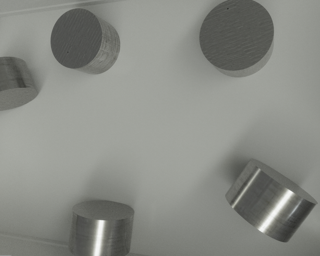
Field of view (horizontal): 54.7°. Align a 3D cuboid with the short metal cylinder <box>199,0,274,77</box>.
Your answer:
[{"bbox_3d":[0.092,-0.103,0.365,0.080,0.050,0.080,0,90,20],"label":"short metal cylinder"}]

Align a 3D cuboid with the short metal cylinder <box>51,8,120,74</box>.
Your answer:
[{"bbox_3d":[-0.103,-0.119,0.434,0.080,0.050,0.080,0,90,20],"label":"short metal cylinder"}]

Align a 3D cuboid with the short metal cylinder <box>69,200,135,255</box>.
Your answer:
[{"bbox_3d":[-0.077,0.132,0.408,0.080,0.080,0.050,7,93,20],"label":"short metal cylinder"}]

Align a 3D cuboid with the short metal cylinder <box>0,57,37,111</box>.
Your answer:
[{"bbox_3d":[-0.233,-0.064,0.464,0.080,0.080,0.050,-25,82,18],"label":"short metal cylinder"}]

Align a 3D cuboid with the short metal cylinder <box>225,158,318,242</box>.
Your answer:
[{"bbox_3d":[0.120,0.077,0.339,0.080,0.080,0.050,35,101,16],"label":"short metal cylinder"}]
